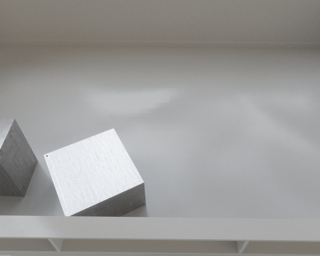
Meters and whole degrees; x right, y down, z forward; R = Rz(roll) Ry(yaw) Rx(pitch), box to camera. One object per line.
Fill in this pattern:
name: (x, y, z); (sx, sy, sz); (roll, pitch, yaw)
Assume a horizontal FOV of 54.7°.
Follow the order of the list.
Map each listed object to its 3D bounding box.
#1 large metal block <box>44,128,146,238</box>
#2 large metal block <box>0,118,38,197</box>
large metal block: (-0.070, 0.058, 0.340); (0.081, 0.050, 0.080); (-22, 54, -18)
large metal block: (-0.194, 0.033, 0.340); (0.080, 0.080, 0.050); (2, 50, 2)
